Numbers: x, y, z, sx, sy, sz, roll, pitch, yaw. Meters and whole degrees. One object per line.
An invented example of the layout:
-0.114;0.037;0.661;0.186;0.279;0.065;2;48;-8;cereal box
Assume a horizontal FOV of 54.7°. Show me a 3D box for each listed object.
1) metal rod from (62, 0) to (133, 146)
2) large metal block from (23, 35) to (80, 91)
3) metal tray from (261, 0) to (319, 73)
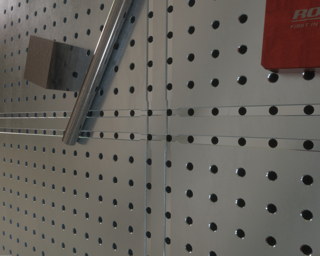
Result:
-0.096;-0.102;0.488;0.025;0.025;0.298;40;114;32;metal rod
-0.195;-0.116;0.554;0.080;0.050;0.079;23;105;37;large metal block
0.161;-0.097;0.273;0.130;0.030;0.089;6;94;39;metal tray
